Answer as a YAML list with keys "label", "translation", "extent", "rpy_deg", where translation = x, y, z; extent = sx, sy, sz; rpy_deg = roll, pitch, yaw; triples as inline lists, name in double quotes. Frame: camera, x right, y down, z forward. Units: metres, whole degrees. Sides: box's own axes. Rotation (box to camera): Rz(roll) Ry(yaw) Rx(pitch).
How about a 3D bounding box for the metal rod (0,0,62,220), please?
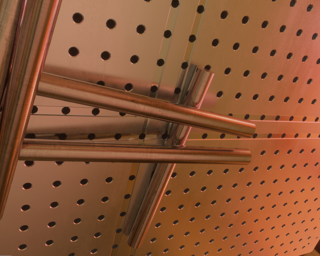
- label: "metal rod"
  translation: [-0.135, -0.019, 0.294]
  extent: [0.025, 0.025, 0.298]
  rpy_deg: [9, 121, -32]

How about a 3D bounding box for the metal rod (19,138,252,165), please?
- label: "metal rod"
  translation: [-0.015, 0.032, 0.397]
  extent: [0.302, 0.025, 0.025]
  rpy_deg: [4, 117, -22]

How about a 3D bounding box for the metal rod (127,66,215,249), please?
- label: "metal rod"
  translation: [0.008, 0.056, 0.449]
  extent: [0.025, 0.025, 0.298]
  rpy_deg: [7, 115, -32]

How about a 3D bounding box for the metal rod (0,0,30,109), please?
- label: "metal rod"
  translation: [-0.147, -0.053, 0.276]
  extent: [0.025, 0.025, 0.298]
  rpy_deg: [14, 104, -34]

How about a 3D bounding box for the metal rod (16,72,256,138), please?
- label: "metal rod"
  translation: [-0.010, -0.024, 0.367]
  extent: [0.302, 0.025, 0.025]
  rpy_deg: [11, 113, -25]
